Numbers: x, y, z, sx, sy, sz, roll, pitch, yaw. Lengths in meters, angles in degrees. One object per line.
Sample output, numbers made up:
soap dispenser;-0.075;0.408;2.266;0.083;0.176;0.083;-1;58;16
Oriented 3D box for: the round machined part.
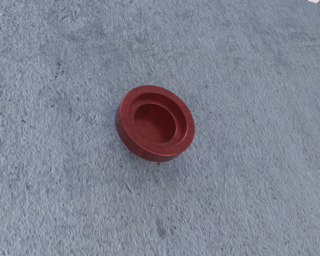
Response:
round machined part;-0.009;-0.002;0.389;0.099;0.042;0.098;13;56;-21
